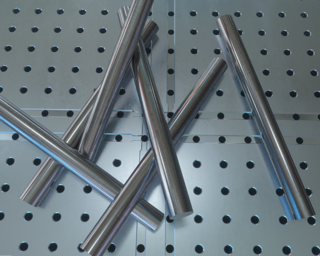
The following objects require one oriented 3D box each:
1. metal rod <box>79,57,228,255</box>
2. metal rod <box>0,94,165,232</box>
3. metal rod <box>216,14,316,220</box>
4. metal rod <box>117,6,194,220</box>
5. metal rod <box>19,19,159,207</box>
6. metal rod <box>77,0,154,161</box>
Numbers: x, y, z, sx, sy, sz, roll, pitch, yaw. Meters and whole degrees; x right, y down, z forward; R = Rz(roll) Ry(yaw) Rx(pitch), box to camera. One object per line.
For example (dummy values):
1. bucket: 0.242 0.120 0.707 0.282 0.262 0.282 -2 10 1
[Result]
1. metal rod: 0.007 0.019 0.382 0.025 0.025 0.301 31 64 10
2. metal rod: -0.124 0.026 0.374 0.300 0.025 0.025 36 74 1
3. metal rod: 0.136 -0.028 0.422 0.025 0.025 0.299 -14 71 -5
4. metal rod: -0.014 -0.039 0.383 0.025 0.025 0.299 -13 63 -5
5. metal rod: -0.086 -0.032 0.423 0.025 0.025 0.300 28 72 10
6. metal rod: -0.045 -0.099 0.392 0.025 0.025 0.299 21 93 7
